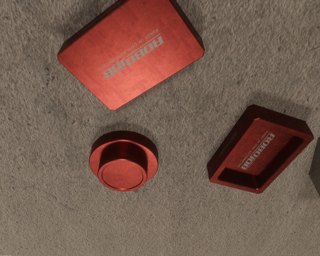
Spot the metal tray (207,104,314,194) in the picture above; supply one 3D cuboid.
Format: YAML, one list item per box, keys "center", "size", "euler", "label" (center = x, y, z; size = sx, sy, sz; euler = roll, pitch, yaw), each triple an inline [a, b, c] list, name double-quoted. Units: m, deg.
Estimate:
- center: [0.135, 0.035, 0.435]
  size: [0.091, 0.030, 0.129]
  euler: [16, 128, -14]
  label: "metal tray"

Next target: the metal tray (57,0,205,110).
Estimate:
- center: [-0.030, -0.084, 0.332]
  size: [0.130, 0.030, 0.090]
  euler: [-29, 125, 22]
  label: "metal tray"

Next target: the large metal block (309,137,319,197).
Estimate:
- center: [0.255, 0.067, 0.432]
  size: [0.050, 0.080, 0.080]
  euler: [-6, 130, 5]
  label: "large metal block"

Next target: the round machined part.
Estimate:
- center: [-0.052, 0.054, 0.441]
  size: [0.099, 0.042, 0.097]
  euler: [-1, 130, 0]
  label: "round machined part"
